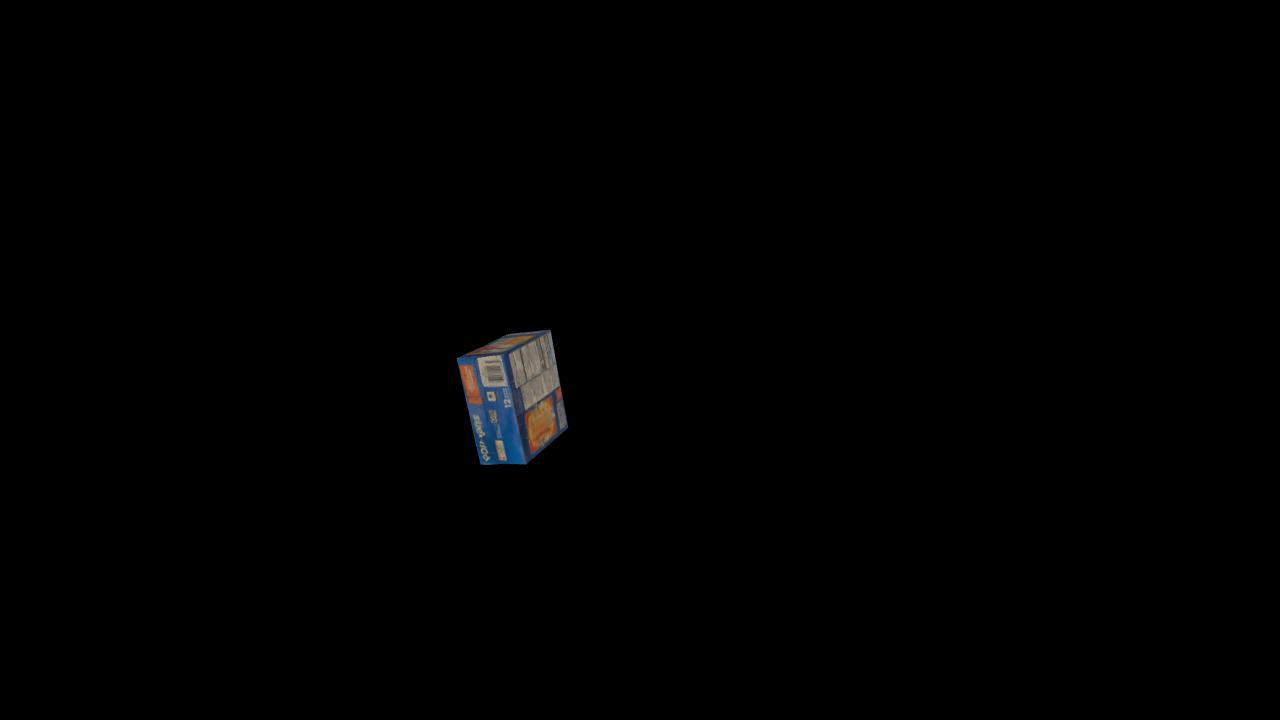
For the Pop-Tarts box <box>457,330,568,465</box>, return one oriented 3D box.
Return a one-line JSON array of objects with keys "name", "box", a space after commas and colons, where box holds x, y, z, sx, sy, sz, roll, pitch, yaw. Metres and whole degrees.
[{"name": "Pop-Tarts box", "box": [-0.187, 0.054, 0.929, 0.083, 0.167, 0.141, -2, 17, 22]}]
